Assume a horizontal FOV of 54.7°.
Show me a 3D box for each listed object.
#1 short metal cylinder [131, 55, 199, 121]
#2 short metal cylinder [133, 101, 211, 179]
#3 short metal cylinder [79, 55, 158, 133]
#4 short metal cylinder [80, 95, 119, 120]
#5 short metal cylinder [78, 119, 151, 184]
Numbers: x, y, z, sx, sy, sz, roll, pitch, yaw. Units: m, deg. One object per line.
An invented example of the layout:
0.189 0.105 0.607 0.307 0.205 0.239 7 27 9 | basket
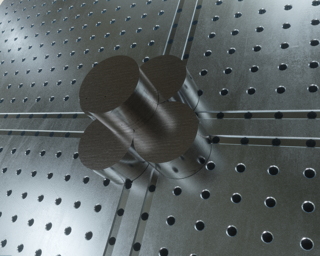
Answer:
0.007 -0.051 0.418 0.080 0.050 0.080 -13 56 20 | short metal cylinder
0.016 0.015 0.373 0.080 0.050 0.080 -13 56 20 | short metal cylinder
-0.049 -0.040 0.374 0.080 0.050 0.080 -12 58 20 | short metal cylinder
-0.067 -0.039 0.449 0.080 0.050 0.080 -13 56 20 | short metal cylinder
-0.058 0.026 0.404 0.080 0.050 0.080 -13 56 20 | short metal cylinder
